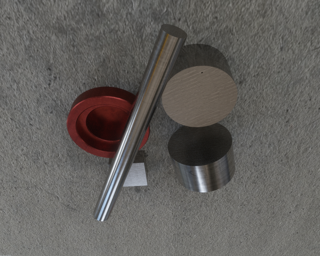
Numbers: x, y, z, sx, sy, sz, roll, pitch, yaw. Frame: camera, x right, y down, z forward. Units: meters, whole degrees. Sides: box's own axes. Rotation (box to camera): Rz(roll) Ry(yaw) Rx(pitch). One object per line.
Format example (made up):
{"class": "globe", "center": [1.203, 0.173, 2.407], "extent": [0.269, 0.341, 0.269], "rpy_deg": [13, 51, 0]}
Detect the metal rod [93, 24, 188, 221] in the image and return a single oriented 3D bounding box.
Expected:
{"class": "metal rod", "center": [-0.037, 0.020, 0.368], "extent": [0.025, 0.025, 0.298], "rpy_deg": [15, 129, -13]}

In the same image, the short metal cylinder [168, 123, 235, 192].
{"class": "short metal cylinder", "center": [0.055, 0.036, 0.402], "extent": [0.080, 0.080, 0.050], "rpy_deg": [-10, 129, 8]}

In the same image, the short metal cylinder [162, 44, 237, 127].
{"class": "short metal cylinder", "center": [0.042, -0.047, 0.351], "extent": [0.081, 0.050, 0.079], "rpy_deg": [0, 130, 0]}

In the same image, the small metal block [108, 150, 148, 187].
{"class": "small metal block", "center": [-0.046, 0.061, 0.458], "extent": [0.050, 0.025, 0.050], "rpy_deg": [-3, 130, 2]}

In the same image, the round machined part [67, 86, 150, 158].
{"class": "round machined part", "center": [-0.061, -0.011, 0.386], "extent": [0.099, 0.042, 0.097], "rpy_deg": [0, 130, 0]}
